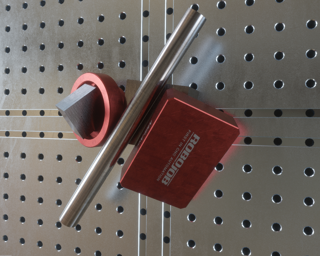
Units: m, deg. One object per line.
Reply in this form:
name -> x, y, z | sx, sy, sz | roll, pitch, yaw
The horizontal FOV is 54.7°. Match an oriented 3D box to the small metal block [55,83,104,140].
small metal block -> -0.098, -0.022, 0.403 | 0.050, 0.050, 0.025 | -42, 43, -21

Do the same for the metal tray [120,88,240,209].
metal tray -> 0.020, 0.029, 0.366 | 0.090, 0.030, 0.129 | 24, 115, -14

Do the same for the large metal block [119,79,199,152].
large metal block -> -0.001, -0.015, 0.398 | 0.080, 0.050, 0.079 | 10, 93, 19

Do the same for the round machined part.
round machined part -> -0.079, -0.024, 0.416 | 0.098, 0.042, 0.097 | 4, 95, 44

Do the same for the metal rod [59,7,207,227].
metal rod -> -0.039, -0.004, 0.372 | 0.025, 0.025, 0.299 | 36, 101, 16
